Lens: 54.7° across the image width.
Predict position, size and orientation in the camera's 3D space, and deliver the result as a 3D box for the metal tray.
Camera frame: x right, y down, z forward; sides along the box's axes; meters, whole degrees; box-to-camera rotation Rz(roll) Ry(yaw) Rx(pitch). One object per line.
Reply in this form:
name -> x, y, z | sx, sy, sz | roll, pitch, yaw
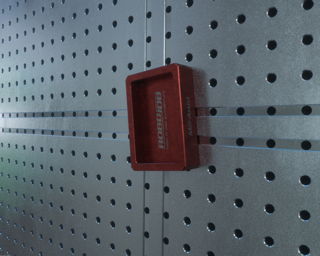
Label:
metal tray -> 0.001, -0.010, 0.403 | 0.090, 0.030, 0.129 | -7, 86, 39
